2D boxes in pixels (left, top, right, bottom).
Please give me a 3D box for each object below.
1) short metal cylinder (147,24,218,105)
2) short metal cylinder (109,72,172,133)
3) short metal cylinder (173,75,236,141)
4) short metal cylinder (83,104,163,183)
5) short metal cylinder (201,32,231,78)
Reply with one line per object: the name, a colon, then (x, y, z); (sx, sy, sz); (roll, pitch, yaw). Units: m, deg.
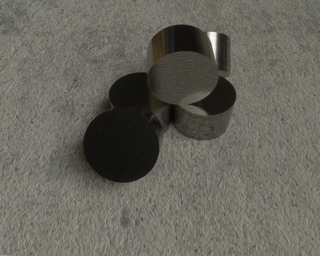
short metal cylinder: (0.025, -0.073, 0.366); (0.081, 0.080, 0.050); (-1, 50, -1)
short metal cylinder: (-0.024, -0.029, 0.412); (0.081, 0.050, 0.080); (0, 50, 0)
short metal cylinder: (0.057, -0.030, 0.413); (0.081, 0.050, 0.080); (0, 50, 0)
short metal cylinder: (-0.038, 0.015, 0.347); (0.080, 0.079, 0.050); (6, 11, 4)
short metal cylinder: (0.060, -0.100, 0.445); (0.081, 0.080, 0.050); (0, 88, 0)
